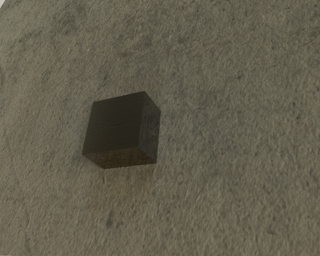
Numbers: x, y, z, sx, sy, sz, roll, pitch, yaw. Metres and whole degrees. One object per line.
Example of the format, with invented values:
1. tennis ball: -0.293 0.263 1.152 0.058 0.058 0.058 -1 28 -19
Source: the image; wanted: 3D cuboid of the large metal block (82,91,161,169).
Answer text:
1. large metal block: -0.048 0.005 0.411 0.080 0.050 0.080 -9 58 23
